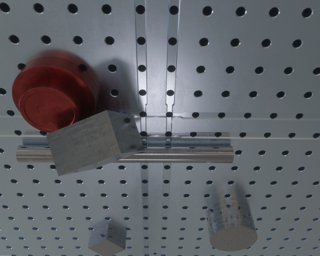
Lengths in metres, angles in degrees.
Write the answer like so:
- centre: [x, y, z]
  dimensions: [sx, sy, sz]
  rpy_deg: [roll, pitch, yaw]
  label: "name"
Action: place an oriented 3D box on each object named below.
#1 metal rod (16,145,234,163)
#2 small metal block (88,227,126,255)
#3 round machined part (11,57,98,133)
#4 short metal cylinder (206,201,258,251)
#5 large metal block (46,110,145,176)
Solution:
- centre: [-0.048, 0.037, 0.442]
  dimensions: [0.302, 0.025, 0.025]
  rpy_deg: [0, 130, -1]
  label: "metal rod"
- centre: [-0.102, 0.223, 0.601]
  dimensions: [0.050, 0.025, 0.050]
  rpy_deg: [-32, 124, 24]
  label: "small metal block"
- centre: [-0.127, -0.032, 0.372]
  dimensions: [0.099, 0.042, 0.097]
  rpy_deg: [0, 130, 0]
  label: "round machined part"
- centre: [0.125, 0.173, 0.545]
  dimensions: [0.081, 0.050, 0.079]
  rpy_deg: [0, 130, 0]
  label: "short metal cylinder"
- centre: [-0.075, 0.019, 0.381]
  dimensions: [0.080, 0.080, 0.050]
  rpy_deg: [-21, 83, 14]
  label: "large metal block"
